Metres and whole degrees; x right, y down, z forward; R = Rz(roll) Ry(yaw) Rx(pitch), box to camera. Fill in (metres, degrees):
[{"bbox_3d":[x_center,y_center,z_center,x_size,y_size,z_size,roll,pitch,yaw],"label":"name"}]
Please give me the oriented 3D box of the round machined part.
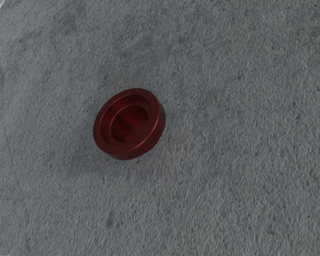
[{"bbox_3d":[-0.036,-0.002,0.414,0.098,0.042,0.098,-13,56,21],"label":"round machined part"}]
